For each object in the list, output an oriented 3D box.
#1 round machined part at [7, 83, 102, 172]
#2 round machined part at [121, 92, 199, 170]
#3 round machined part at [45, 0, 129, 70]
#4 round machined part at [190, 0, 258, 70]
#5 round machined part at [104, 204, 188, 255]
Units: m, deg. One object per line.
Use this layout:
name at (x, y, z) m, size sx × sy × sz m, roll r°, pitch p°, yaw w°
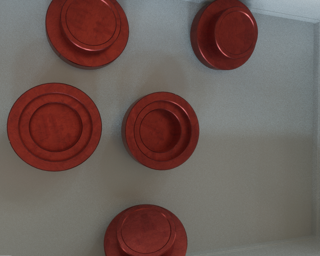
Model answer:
round machined part at (-0.120, -0.001, 0.358) m, size 0.099 × 0.042 × 0.097 m, roll 0°, pitch 90°, yaw -21°
round machined part at (-0.002, 0.003, 0.402) m, size 0.099 × 0.042 × 0.097 m, roll 0°, pitch 90°, yaw -21°
round machined part at (-0.085, -0.122, 0.371) m, size 0.099 × 0.042 × 0.097 m, roll 0°, pitch 90°, yaw -21°
round machined part at (0.095, -0.130, 0.430) m, size 0.099 × 0.042 × 0.097 m, roll -4°, pitch 101°, yaw -21°
round machined part at (-0.016, 0.131, 0.365) m, size 0.099 × 0.098 × 0.042 m, roll -15°, pitch 135°, yaw -20°
